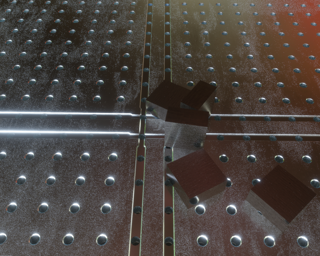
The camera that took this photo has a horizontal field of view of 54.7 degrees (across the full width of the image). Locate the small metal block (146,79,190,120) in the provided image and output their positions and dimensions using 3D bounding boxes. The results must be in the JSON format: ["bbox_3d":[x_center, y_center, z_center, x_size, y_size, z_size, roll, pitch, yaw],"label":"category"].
[{"bbox_3d":[0.015,-0.037,0.439,0.050,0.025,0.050,26,54,19],"label":"small metal block"}]

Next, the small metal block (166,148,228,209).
[{"bbox_3d":[0.042,0.058,0.360,0.050,0.025,0.050,-22,54,-18],"label":"small metal block"}]

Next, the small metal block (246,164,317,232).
[{"bbox_3d":[0.134,0.077,0.345,0.050,0.025,0.050,-33,58,-25],"label":"small metal block"}]

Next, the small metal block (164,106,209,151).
[{"bbox_3d":[0.033,0.002,0.390,0.050,0.050,0.025,8,51,6],"label":"small metal block"}]

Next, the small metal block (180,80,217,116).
[{"bbox_3d":[0.050,-0.027,0.415,0.025,0.050,0.050,28,55,21],"label":"small metal block"}]
